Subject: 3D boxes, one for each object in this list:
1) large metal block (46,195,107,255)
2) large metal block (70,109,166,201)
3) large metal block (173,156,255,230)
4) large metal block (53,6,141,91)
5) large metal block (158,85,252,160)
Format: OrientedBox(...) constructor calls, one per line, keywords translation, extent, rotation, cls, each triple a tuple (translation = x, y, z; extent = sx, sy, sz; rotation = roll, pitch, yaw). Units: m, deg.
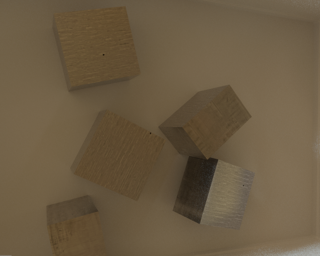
OrientedBox(translation=(-0.093, 0.129, 0.348), extent=(0.050, 0.080, 0.079), rotation=(-12, 94, -20), cls="large metal block")
OrientedBox(translation=(-0.052, 0.032, 0.379), extent=(0.080, 0.050, 0.080), rotation=(28, 81, -18), cls="large metal block")
OrientedBox(translation=(0.073, 0.085, 0.414), extent=(0.080, 0.050, 0.080), rotation=(22, 83, -37), cls="large metal block")
OrientedBox(translation=(-0.077, -0.093, 0.369), extent=(0.081, 0.050, 0.080), rotation=(-14, 95, -20), cls="large metal block")
OrientedBox(translation=(0.055, -0.008, 0.403), extent=(0.080, 0.080, 0.050), rotation=(-41, 103, -15), cls="large metal block")
